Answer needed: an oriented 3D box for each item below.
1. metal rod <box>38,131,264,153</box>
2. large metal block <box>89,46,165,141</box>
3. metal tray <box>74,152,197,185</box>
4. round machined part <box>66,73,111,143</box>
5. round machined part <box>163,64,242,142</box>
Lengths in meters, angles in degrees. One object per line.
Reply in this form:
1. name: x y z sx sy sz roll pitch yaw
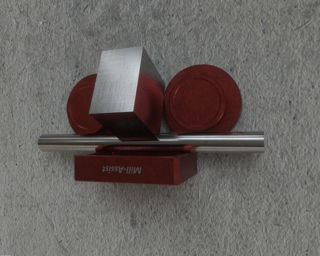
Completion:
1. metal rod: -0.025 0.019 0.396 0.301 0.025 0.025 -1 90 19
2. large metal block: -0.033 -0.036 0.363 0.050 0.080 0.080 -2 66 19
3. metal tray: -0.027 0.046 0.384 0.130 0.090 0.030 -1 90 19
4. round machined part: -0.088 -0.027 0.429 0.098 0.042 0.097 0 90 19
5. round machined part: 0.050 -0.030 0.382 0.098 0.042 0.097 0 90 19
